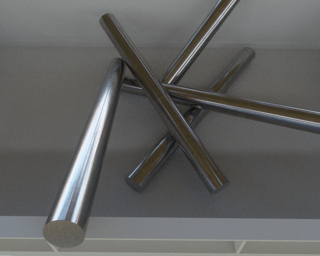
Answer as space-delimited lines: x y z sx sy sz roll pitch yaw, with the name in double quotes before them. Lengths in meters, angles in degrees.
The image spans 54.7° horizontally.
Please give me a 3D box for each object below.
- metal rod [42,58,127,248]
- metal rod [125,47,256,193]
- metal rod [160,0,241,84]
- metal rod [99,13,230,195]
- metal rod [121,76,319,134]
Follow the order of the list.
"metal rod" -0.059 -0.013 0.315 0.025 0.025 0.300 0 31 0
"metal rod" 0.057 -0.029 0.429 0.025 0.025 0.301 29 55 22
"metal rod" 0.092 -0.172 0.442 0.025 0.025 0.299 39 95 27
"metal rod" -0.007 -0.048 0.400 0.025 0.025 0.299 -23 63 -19
"metal rod" 0.055 -0.037 0.400 0.301 0.025 0.025 14 51 25
